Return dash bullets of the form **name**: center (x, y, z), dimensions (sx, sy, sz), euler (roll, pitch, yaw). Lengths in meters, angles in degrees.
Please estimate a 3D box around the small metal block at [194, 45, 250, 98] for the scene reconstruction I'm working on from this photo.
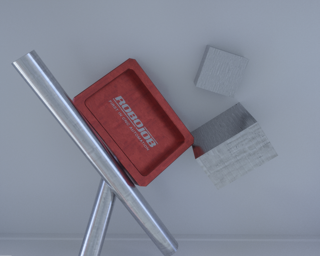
- **small metal block**: center (0.075, -0.071, 0.386), dimensions (0.050, 0.025, 0.050), euler (16, 109, -7)

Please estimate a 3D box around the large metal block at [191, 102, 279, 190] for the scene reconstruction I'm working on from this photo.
- **large metal block**: center (0.087, 0.020, 0.391), dimensions (0.080, 0.080, 0.050), euler (-33, 107, 11)

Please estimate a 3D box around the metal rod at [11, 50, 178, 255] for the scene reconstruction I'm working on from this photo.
- **metal rod**: center (-0.058, 0.047, 0.356), dimensions (0.025, 0.025, 0.299), euler (-28, 115, 9)

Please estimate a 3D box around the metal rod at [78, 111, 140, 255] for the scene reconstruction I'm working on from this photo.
- **metal rod**: center (-0.076, 0.119, 0.378), dimensions (0.025, 0.025, 0.299), euler (16, 79, -6)

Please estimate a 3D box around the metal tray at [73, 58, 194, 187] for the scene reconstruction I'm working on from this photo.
- **metal tray**: center (-0.031, -0.006, 0.375), dimensions (0.090, 0.030, 0.130), euler (-40, 100, -19)
